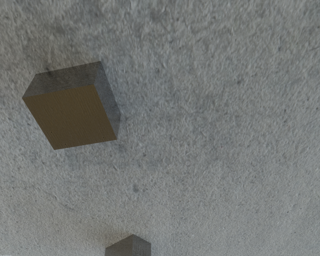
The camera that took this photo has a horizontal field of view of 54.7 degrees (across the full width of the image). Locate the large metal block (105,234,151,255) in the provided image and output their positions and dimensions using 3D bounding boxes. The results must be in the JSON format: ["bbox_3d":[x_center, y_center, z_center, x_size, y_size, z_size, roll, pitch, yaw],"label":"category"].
[{"bbox_3d":[-0.064,0.264,0.596,0.080,0.080,0.050,-35,122,25],"label":"large metal block"}]

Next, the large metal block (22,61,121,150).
[{"bbox_3d":[-0.099,-0.025,0.368,0.080,0.050,0.080,-10,130,7],"label":"large metal block"}]
